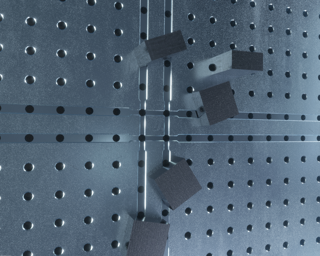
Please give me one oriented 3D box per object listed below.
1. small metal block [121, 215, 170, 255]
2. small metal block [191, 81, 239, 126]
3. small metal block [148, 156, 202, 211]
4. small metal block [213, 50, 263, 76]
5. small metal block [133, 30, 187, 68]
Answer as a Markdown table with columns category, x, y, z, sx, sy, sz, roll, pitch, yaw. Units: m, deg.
| category | x | y | z | sx | sy | sz | roll | pitch | yaw |
| --- | --- | --- | --- | --- | --- | --- | --- | --- | --- |
| small metal block | -0.019 | 0.145 | 0.407 | 0.050 | 0.025 | 0.050 | 14 | 85 | -20 |
| small metal block | 0.079 | -0.035 | 0.443 | 0.050 | 0.025 | 0.050 | -21 | 97 | -19 |
| small metal block | 0.021 | 0.074 | 0.422 | 0.050 | 0.025 | 0.050 | -34 | 101 | -17 |
| small metal block | 0.110 | -0.091 | 0.441 | 0.050 | 0.050 | 0.025 | 0 | 90 | -20 |
| small metal block | -0.001 | -0.101 | 0.400 | 0.050 | 0.050 | 0.025 | -23 | 98 | -19 |
